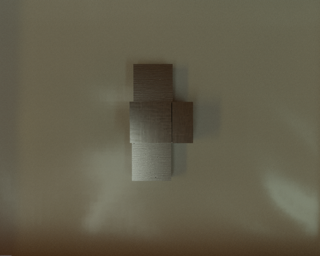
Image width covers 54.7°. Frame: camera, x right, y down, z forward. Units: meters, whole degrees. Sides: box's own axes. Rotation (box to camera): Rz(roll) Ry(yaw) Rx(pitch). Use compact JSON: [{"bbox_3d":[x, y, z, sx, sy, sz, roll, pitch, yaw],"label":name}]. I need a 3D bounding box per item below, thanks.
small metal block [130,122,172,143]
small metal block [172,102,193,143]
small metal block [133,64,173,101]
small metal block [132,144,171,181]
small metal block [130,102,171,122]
[{"bbox_3d":[-0.011,0.005,0.397,0.050,0.050,0.025,0,90,0],"label":"small metal block"},{"bbox_3d":[0.027,-0.007,0.397,0.025,0.050,0.050,0,90,0],"label":"small metal block"},{"bbox_3d":[-0.009,-0.057,0.409,0.050,0.025,0.050,0,90,0],"label":"small metal block"},{"bbox_3d":[-0.011,0.043,0.409,0.050,0.025,0.050,0,90,0],"label":"small metal block"},{"bbox_3d":[-0.011,-0.019,0.397,0.050,0.050,0.025,0,90,0],"label":"small metal block"}]
